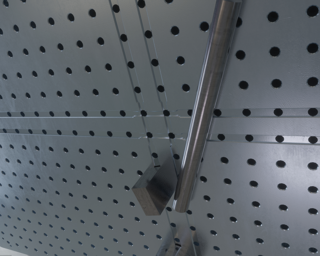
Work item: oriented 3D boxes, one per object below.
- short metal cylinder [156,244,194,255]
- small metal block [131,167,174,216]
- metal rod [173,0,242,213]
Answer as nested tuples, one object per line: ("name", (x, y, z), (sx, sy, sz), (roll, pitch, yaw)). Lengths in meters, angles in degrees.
("short metal cylinder", (0.023, 0.251, 0.538), (0.080, 0.050, 0.079), (13, 124, 21))
("small metal block", (-0.010, 0.093, 0.458), (0.025, 0.050, 0.050), (-13, 112, 33))
("metal rod", (0.049, -0.003, 0.383), (0.025, 0.025, 0.298), (20, 126, 16))
